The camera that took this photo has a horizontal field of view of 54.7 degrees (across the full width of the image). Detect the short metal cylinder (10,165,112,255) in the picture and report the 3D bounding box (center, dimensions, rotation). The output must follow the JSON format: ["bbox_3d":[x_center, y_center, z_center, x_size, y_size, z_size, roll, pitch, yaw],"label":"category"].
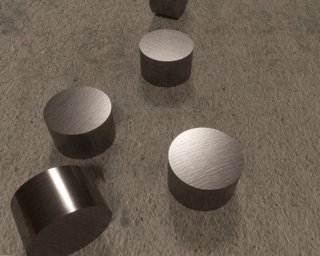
[{"bbox_3d":[-0.094,0.082,0.298,0.081,0.080,0.050,-26,55,-20],"label":"short metal cylinder"}]

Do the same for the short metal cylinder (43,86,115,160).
[{"bbox_3d":[-0.099,-0.007,0.392,0.081,0.050,0.080,0,50,0],"label":"short metal cylinder"}]

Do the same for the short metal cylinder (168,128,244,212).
[{"bbox_3d":[0.049,0.046,0.349,0.081,0.050,0.080,0,50,0],"label":"short metal cylinder"}]

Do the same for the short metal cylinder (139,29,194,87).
[{"bbox_3d":[0.010,-0.108,0.478,0.081,0.050,0.080,0,50,0],"label":"short metal cylinder"}]

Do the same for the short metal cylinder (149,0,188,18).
[{"bbox_3d":[0.019,-0.252,0.580,0.050,0.080,0.080,18,52,14],"label":"short metal cylinder"}]
